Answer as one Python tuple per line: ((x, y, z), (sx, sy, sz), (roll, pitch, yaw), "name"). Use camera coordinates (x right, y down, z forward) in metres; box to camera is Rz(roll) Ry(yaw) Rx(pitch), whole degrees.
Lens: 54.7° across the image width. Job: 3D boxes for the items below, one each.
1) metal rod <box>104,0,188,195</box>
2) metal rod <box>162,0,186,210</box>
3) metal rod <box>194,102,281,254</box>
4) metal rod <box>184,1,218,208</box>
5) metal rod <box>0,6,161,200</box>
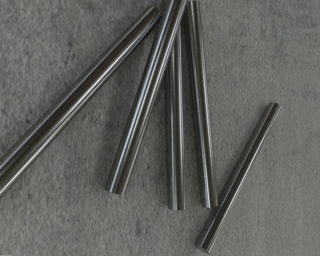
((-0.008, -0.066, 0.381), (0.025, 0.025, 0.299), (23, 81, -38), "metal rod")
((0.019, -0.039, 0.422), (0.025, 0.025, 0.298), (-3, 92, -40), "metal rod")
((0.140, 0.070, 0.525), (0.025, 0.025, 0.301), (51, 60, -29), "metal rod")
((0.060, -0.031, 0.457), (0.025, 0.025, 0.298), (-10, 97, -40), "metal rod")
((-0.086, -0.036, 0.333), (0.025, 0.025, 0.301), (51, 60, -28), "metal rod")
